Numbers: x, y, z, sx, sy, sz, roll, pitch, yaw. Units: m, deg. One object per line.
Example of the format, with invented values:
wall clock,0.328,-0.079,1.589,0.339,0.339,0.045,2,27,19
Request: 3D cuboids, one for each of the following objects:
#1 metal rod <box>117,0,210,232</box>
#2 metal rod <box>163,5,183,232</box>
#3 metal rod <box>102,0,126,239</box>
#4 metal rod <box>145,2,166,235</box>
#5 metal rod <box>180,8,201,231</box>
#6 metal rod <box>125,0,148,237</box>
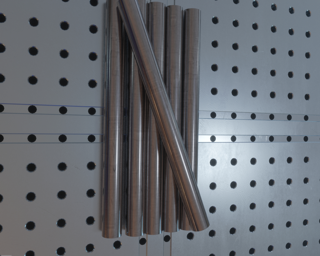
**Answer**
metal rod,0.007,-0.012,0.388,0.025,0.025,0.299,-20,97,-19
metal rod,0.016,-0.012,0.419,0.025,0.025,0.298,1,90,-20
metal rod,-0.058,-0.015,0.390,0.025,0.025,0.298,1,90,-20
metal rod,-0.007,-0.013,0.409,0.025,0.025,0.298,1,90,-20
metal rod,0.041,-0.012,0.428,0.025,0.025,0.298,1,90,-20
metal rod,-0.030,-0.013,0.400,0.025,0.025,0.298,1,90,-20
